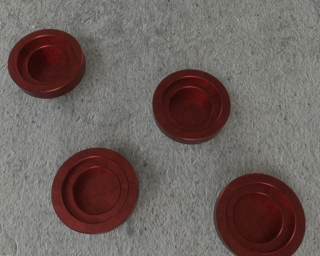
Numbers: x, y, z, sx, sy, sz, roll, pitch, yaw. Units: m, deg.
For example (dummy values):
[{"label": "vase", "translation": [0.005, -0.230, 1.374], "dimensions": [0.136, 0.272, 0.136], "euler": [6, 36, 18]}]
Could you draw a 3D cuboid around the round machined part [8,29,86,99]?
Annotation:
[{"label": "round machined part", "translation": [-0.152, -0.084, 0.429], "dimensions": [0.099, 0.042, 0.098], "euler": [0, 70, 0]}]

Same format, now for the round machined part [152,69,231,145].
[{"label": "round machined part", "translation": [0.040, -0.024, 0.408], "dimensions": [0.099, 0.042, 0.098], "euler": [0, 70, 0]}]

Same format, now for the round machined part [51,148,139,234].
[{"label": "round machined part", "translation": [-0.074, 0.076, 0.371], "dimensions": [0.099, 0.042, 0.098], "euler": [0, 70, 0]}]

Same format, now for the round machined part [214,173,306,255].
[{"label": "round machined part", "translation": [0.112, 0.105, 0.361], "dimensions": [0.099, 0.042, 0.098], "euler": [0, 70, 0]}]
